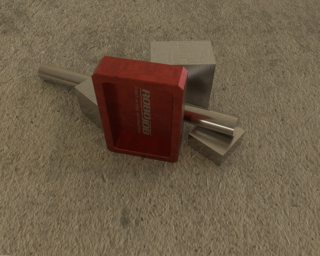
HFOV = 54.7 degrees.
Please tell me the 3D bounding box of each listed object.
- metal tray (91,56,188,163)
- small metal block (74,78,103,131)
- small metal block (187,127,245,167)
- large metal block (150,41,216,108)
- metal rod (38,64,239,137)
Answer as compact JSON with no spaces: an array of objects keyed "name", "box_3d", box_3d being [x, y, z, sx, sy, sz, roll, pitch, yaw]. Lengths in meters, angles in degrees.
[{"name":"metal tray","box_3d":[-0.019,-0.015,0.349,0.090,0.129,0.030,9,51,8]},{"name":"small metal block","box_3d":[-0.083,-0.030,0.412,0.050,0.050,0.025,37,59,26]},{"name":"small metal block","box_3d":[0.071,0.013,0.395,0.050,0.025,0.050,34,58,25]},{"name":"large metal block","box_3d":[0.028,-0.072,0.428,0.081,0.080,0.050,-2,50,-2]},{"name":"metal rod","box_3d":[-0.043,-0.044,0.423,0.301,0.025,0.025,17,52,20]}]
